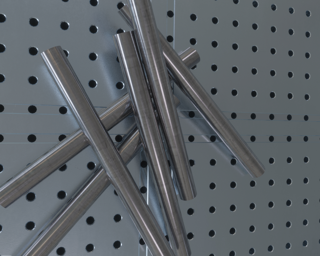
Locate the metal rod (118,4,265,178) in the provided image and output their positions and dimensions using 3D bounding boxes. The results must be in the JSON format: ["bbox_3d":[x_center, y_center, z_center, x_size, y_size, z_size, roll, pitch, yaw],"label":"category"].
[{"bbox_3d":[0.054,-0.038,0.411,0.025,0.025,0.300,-48,112,-14],"label":"metal rod"}]

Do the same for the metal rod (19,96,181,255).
[{"bbox_3d":[-0.078,0.070,0.383,0.025,0.025,0.300,45,76,-15],"label":"metal rod"}]

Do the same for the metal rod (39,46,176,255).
[{"bbox_3d":[-0.053,0.047,0.365,0.025,0.025,0.299,-30,100,-17],"label":"metal rod"}]

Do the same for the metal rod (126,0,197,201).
[{"bbox_3d":[0.003,-0.041,0.372,0.025,0.025,0.299,-23,113,-18],"label":"metal rod"}]

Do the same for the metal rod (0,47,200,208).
[{"bbox_3d":[-0.066,-0.010,0.387,0.301,0.025,0.025,-39,103,-16],"label":"metal rod"}]

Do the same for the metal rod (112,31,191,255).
[{"bbox_3d":[-0.005,0.033,0.387,0.025,0.025,0.298,-20,105,-19],"label":"metal rod"}]
